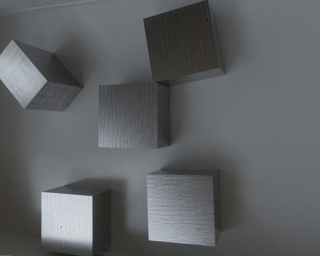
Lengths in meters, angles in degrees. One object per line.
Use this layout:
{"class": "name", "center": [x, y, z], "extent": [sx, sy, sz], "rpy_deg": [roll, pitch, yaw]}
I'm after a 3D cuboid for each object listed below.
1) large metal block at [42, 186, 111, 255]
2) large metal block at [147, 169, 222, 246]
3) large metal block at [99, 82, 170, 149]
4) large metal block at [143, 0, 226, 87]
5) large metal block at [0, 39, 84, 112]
{"class": "large metal block", "center": [-0.117, 0.128, 0.437], "extent": [0.080, 0.050, 0.079], "rpy_deg": [0, 90, 19]}
{"class": "large metal block", "center": [0.031, 0.095, 0.386], "extent": [0.080, 0.050, 0.079], "rpy_deg": [-2, 89, 19]}
{"class": "large metal block", "center": [-0.032, -0.015, 0.408], "extent": [0.080, 0.050, 0.079], "rpy_deg": [0, 90, 19]}
{"class": "large metal block", "center": [0.032, -0.100, 0.385], "extent": [0.080, 0.050, 0.080], "rpy_deg": [-10, 87, 19]}
{"class": "large metal block", "center": [-0.171, -0.071, 0.440], "extent": [0.050, 0.080, 0.080], "rpy_deg": [-46, 76, 14]}
